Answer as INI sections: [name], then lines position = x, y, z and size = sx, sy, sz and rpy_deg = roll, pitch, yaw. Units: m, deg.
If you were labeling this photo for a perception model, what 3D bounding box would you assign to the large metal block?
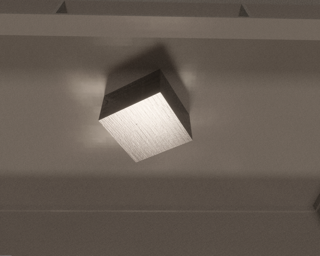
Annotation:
[large metal block]
position = -0.015, -0.013, 0.382
size = 0.080, 0.050, 0.080
rpy_deg = -23, 127, 18
